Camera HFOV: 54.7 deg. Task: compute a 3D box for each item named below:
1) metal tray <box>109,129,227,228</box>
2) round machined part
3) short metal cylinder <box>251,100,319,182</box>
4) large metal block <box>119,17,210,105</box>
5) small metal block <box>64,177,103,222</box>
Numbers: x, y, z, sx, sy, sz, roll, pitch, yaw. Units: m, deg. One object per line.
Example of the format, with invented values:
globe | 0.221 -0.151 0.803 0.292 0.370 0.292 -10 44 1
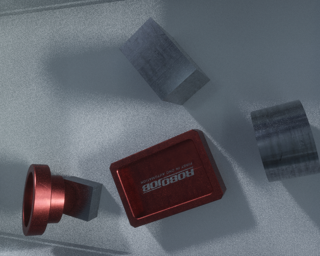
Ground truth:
metal tray | 0.008 0.066 0.404 0.130 0.030 0.090 -24 82 18
round machined part | -0.165 0.101 0.440 0.098 0.042 0.098 -20 67 57
short metal cylinder | 0.134 0.014 0.334 0.050 0.080 0.080 -15 85 19
large metal block | 0.009 -0.076 0.377 0.050 0.080 0.080 -42 77 15
small metal block | -0.115 0.102 0.450 0.050 0.025 0.050 11 94 19
